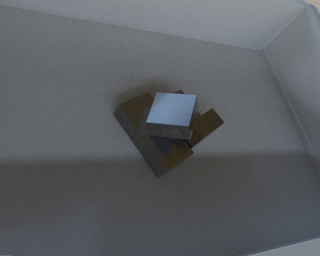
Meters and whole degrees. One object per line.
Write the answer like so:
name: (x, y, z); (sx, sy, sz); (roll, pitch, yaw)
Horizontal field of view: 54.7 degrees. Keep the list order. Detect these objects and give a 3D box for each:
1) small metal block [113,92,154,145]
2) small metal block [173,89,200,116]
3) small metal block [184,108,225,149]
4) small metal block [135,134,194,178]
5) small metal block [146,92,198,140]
small metal block: (-0.023, -0.013, 0.401); (0.050, 0.025, 0.050); (-28, 77, -38)
small metal block: (0.022, -0.020, 0.429); (0.050, 0.025, 0.050); (-28, 77, -38)
small metal block: (0.050, 0.005, 0.413); (0.050, 0.050, 0.025); (-32, 80, -39)
small metal block: (0.006, 0.027, 0.392); (0.050, 0.025, 0.050); (-28, 77, -38)
small metal block: (0.016, -0.015, 0.375); (0.050, 0.025, 0.050); (6, 51, 15)
